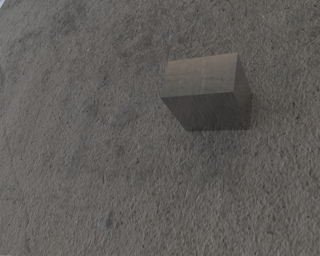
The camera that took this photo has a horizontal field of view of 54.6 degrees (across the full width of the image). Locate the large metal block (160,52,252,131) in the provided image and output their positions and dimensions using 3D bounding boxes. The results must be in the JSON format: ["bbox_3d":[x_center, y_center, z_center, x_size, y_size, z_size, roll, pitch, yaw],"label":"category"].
[{"bbox_3d":[0.058,-0.037,0.362,0.080,0.080,0.050,-2,61,27],"label":"large metal block"}]
